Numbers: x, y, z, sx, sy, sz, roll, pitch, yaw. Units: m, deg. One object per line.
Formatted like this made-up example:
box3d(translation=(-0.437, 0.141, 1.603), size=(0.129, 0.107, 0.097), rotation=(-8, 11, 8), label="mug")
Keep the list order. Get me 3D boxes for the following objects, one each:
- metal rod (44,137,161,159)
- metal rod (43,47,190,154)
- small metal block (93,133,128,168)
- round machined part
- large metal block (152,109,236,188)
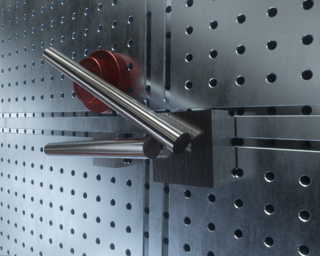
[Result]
box3d(translation=(-0.105, 0.031, 0.458), size=(0.299, 0.025, 0.025), rotation=(-5, 87, 50), label="metal rod")
box3d(translation=(-0.077, -0.051, 0.408), size=(0.300, 0.025, 0.025), rotation=(34, 111, 37), label="metal rod")
box3d(translation=(-0.076, 0.033, 0.470), size=(0.050, 0.025, 0.050), rotation=(0, 90, 39), label="small metal block")
box3d(translation=(-0.096, -0.071, 0.474), size=(0.098, 0.042, 0.097), rotation=(0, 90, 39), label="round machined part")
box3d(translation=(0.038, 0.022, 0.356), size=(0.080, 0.050, 0.079), rotation=(-2, 89, 39), label="large metal block")
